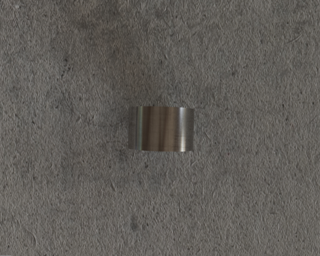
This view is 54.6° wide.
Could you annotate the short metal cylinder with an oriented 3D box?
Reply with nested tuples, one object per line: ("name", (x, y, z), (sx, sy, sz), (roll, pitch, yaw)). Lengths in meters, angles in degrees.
("short metal cylinder", (0.001, 0.001, 0.383), (0.080, 0.080, 0.050), (2, 90, 0))
